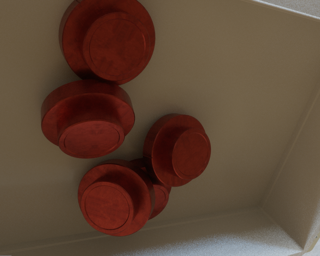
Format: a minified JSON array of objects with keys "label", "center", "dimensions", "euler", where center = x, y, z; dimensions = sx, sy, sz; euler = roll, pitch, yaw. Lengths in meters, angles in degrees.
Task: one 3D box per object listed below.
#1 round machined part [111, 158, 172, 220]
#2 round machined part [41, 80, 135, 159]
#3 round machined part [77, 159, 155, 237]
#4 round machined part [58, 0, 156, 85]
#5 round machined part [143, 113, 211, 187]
[{"label":"round machined part","center":[-0.027,0.095,0.442],"dimensions":[0.099,0.042,0.097],"euler":[-14,124,-21]},{"label":"round machined part","center":[-0.075,-0.002,0.333],"dimensions":[0.099,0.042,0.098],"euler":[-12,144,-8]},{"label":"round machined part","center":[-0.059,0.091,0.387],"dimensions":[0.098,0.042,0.097],"euler":[2,101,13]},{"label":"round machined part","center":[-0.049,-0.087,0.317],"dimensions":[0.099,0.042,0.097],"euler":[-14,124,-21]},{"label":"round machined part","center":[0.029,0.031,0.411],"dimensions":[0.099,0.042,0.097],"euler":[-7,102,-37]}]
